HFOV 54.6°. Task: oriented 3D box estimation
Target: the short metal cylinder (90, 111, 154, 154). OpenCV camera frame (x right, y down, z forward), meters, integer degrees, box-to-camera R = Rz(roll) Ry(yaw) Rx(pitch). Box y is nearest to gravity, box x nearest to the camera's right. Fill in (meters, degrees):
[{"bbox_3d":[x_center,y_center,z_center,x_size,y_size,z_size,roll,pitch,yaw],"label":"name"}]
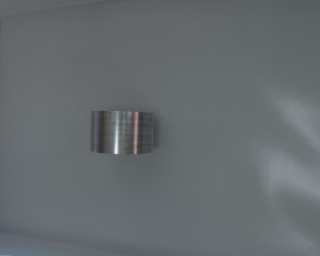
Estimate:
[{"bbox_3d":[-0.048,0.005,0.399,0.080,0.080,0.050,2,91,20],"label":"short metal cylinder"}]
